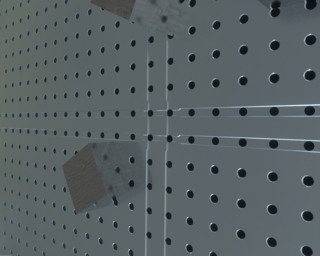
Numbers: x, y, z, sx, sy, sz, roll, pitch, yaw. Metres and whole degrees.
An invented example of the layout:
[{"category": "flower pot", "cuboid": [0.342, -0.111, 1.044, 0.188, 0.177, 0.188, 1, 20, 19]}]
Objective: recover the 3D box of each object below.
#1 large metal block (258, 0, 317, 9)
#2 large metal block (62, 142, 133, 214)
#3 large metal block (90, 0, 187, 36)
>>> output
[{"category": "large metal block", "cuboid": [0.133, -0.164, 0.284, 0.080, 0.050, 0.080, 4, 93, 40]}, {"category": "large metal block", "cuboid": [-0.098, 0.076, 0.475, 0.080, 0.050, 0.080, -36, 68, 34]}, {"category": "large metal block", "cuboid": [-0.027, -0.163, 0.397, 0.080, 0.081, 0.050, 36, 112, 34]}]
